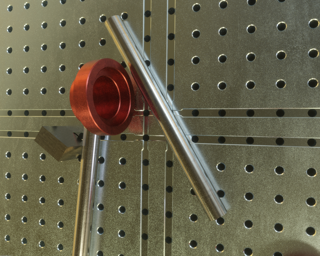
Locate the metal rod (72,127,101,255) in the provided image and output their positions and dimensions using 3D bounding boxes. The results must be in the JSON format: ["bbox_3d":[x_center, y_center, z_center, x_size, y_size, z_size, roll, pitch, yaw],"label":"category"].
[{"bbox_3d":[-0.107,0.100,0.450,0.025,0.025,0.298,7,92,20],"label":"metal rod"}]

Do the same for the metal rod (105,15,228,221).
[{"bbox_3d":[0.003,-0.020,0.411,0.025,0.025,0.299,-31,80,17],"label":"metal rod"}]

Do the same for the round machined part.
[{"bbox_3d":[-0.078,-0.039,0.402,0.042,0.099,0.097,-2,89,29],"label":"round machined part"}]

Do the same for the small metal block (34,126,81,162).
[{"bbox_3d":[-0.142,0.021,0.450,0.050,0.050,0.025,36,102,16],"label":"small metal block"}]
